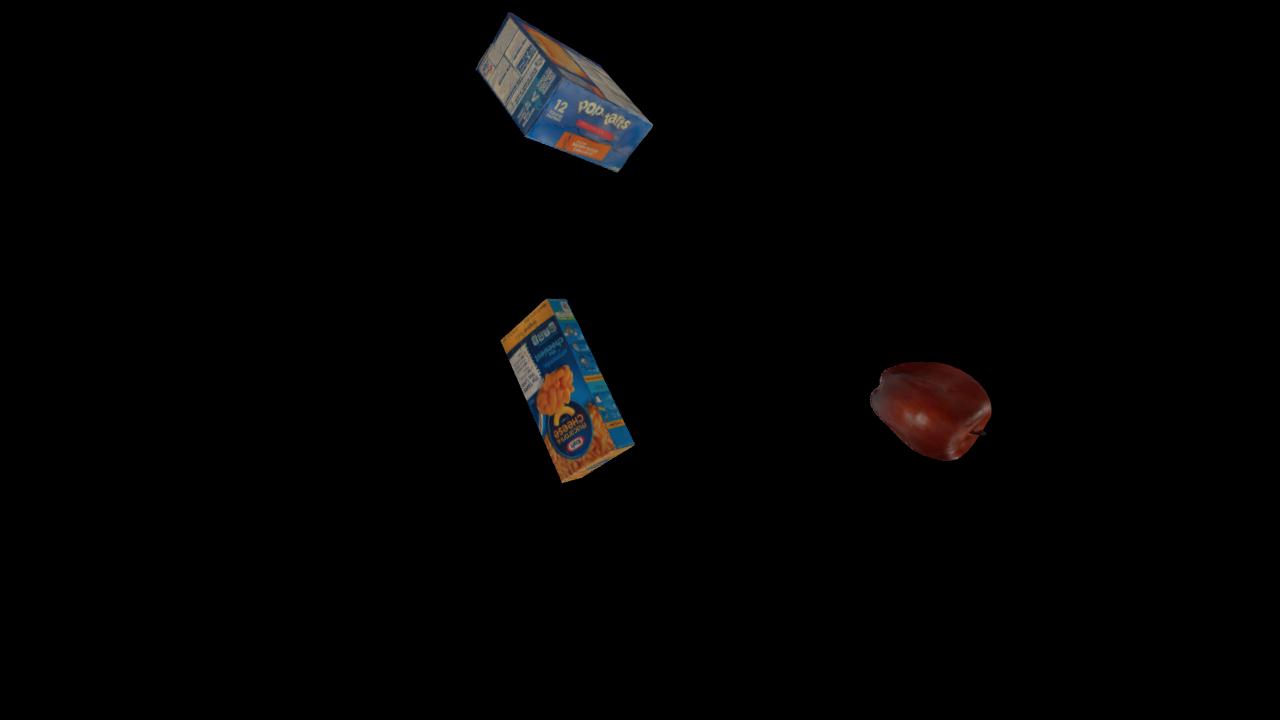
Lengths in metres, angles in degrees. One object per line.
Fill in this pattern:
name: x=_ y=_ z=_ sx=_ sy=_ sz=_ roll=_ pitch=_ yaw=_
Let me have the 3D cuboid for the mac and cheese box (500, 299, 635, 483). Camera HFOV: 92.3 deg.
mac and cheese box: x=-0.084 y=0.033 z=0.687 sx=0.093 sy=0.184 sz=0.041 roll=-35 pitch=-17 yaw=31

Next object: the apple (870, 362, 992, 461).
apple: x=0.249 y=0.041 z=0.526 sx=0.079 sy=0.079 sz=0.093 roll=0 pitch=28 yaw=-45

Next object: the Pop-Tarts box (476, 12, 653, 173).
Pop-Tarts box: x=-0.092 y=-0.327 z=0.768 sx=0.167 sy=0.141 sz=0.083 roll=0 pitch=-42 yaw=-52
